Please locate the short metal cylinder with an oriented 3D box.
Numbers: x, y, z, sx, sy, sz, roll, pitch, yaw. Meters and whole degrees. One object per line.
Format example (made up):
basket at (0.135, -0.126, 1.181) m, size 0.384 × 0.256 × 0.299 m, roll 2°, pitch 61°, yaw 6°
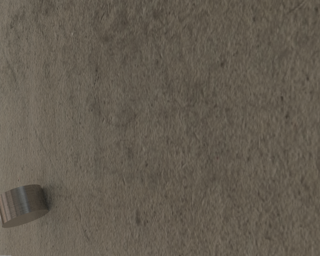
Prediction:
short metal cylinder at (-0.256, 0.145, 0.577) m, size 0.080 × 0.081 × 0.050 m, roll -38°, pitch 67°, yaw 33°
